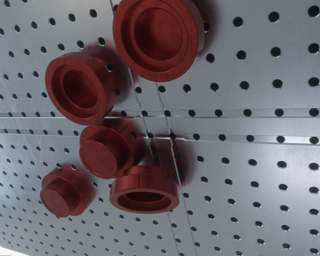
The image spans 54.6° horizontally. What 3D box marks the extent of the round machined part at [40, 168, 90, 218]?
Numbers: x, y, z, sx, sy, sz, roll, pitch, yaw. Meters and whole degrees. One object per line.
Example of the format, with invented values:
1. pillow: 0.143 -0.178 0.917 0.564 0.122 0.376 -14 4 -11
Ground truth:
1. round machined part: -0.182 0.127 0.576 0.098 0.042 0.097 13 124 21

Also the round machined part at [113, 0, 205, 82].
1. round machined part: 0.002 -0.103 0.336 0.098 0.042 0.097 13 124 21

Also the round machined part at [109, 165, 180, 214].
1. round machined part: -0.021 0.087 0.447 0.099 0.042 0.098 1 145 1

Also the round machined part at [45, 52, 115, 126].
1. round machined part: -0.102 -0.056 0.421 0.098 0.042 0.097 13 124 21

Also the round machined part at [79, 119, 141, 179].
1. round machined part: -0.082 0.038 0.467 0.098 0.042 0.097 13 124 21
